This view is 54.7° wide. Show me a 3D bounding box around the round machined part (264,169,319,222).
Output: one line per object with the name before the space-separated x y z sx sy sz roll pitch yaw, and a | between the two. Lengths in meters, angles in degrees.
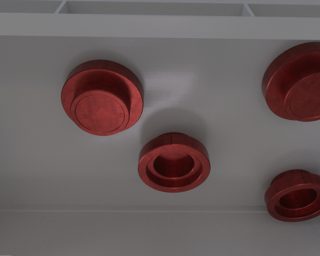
round machined part | 0.214 0.102 0.487 0.099 0.042 0.097 0 130 0

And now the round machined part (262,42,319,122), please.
round machined part | 0.174 -0.046 0.361 0.099 0.042 0.097 0 130 0

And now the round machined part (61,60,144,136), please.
round machined part | -0.069 -0.029 0.373 0.099 0.042 0.097 0 130 0

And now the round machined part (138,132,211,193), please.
round machined part | 0.019 0.044 0.436 0.099 0.042 0.097 0 130 0
